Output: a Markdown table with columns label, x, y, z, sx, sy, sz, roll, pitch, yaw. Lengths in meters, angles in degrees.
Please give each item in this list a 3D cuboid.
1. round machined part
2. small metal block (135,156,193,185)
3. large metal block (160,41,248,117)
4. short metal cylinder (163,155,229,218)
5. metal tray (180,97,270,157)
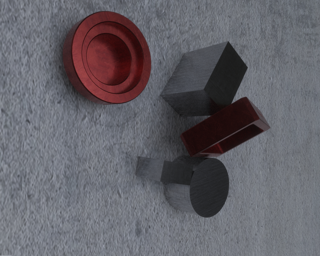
| label | x | y | z | sx | sy | sz | roll | pitch | yaw |
| --- | --- | --- | --- | --- | --- | --- | --- | --- | --- |
| round machined part | -0.061 | -0.074 | 0.344 | 0.099 | 0.042 | 0.097 | 0 | 90 | -40 |
| small metal block | 0.005 | 0.054 | 0.395 | 0.050 | 0.050 | 0.025 | 16 | 81 | -39 |
| large metal block | 0.059 | -0.063 | 0.420 | 0.050 | 0.080 | 0.080 | 42 | 64 | -31 |
| short metal cylinder | 0.052 | 0.080 | 0.435 | 0.081 | 0.050 | 0.079 | 0 | 90 | -40 |
| metal tray | 0.092 | 0.004 | 0.410 | 0.030 | 0.090 | 0.130 | 64 | 20 | 16 |
